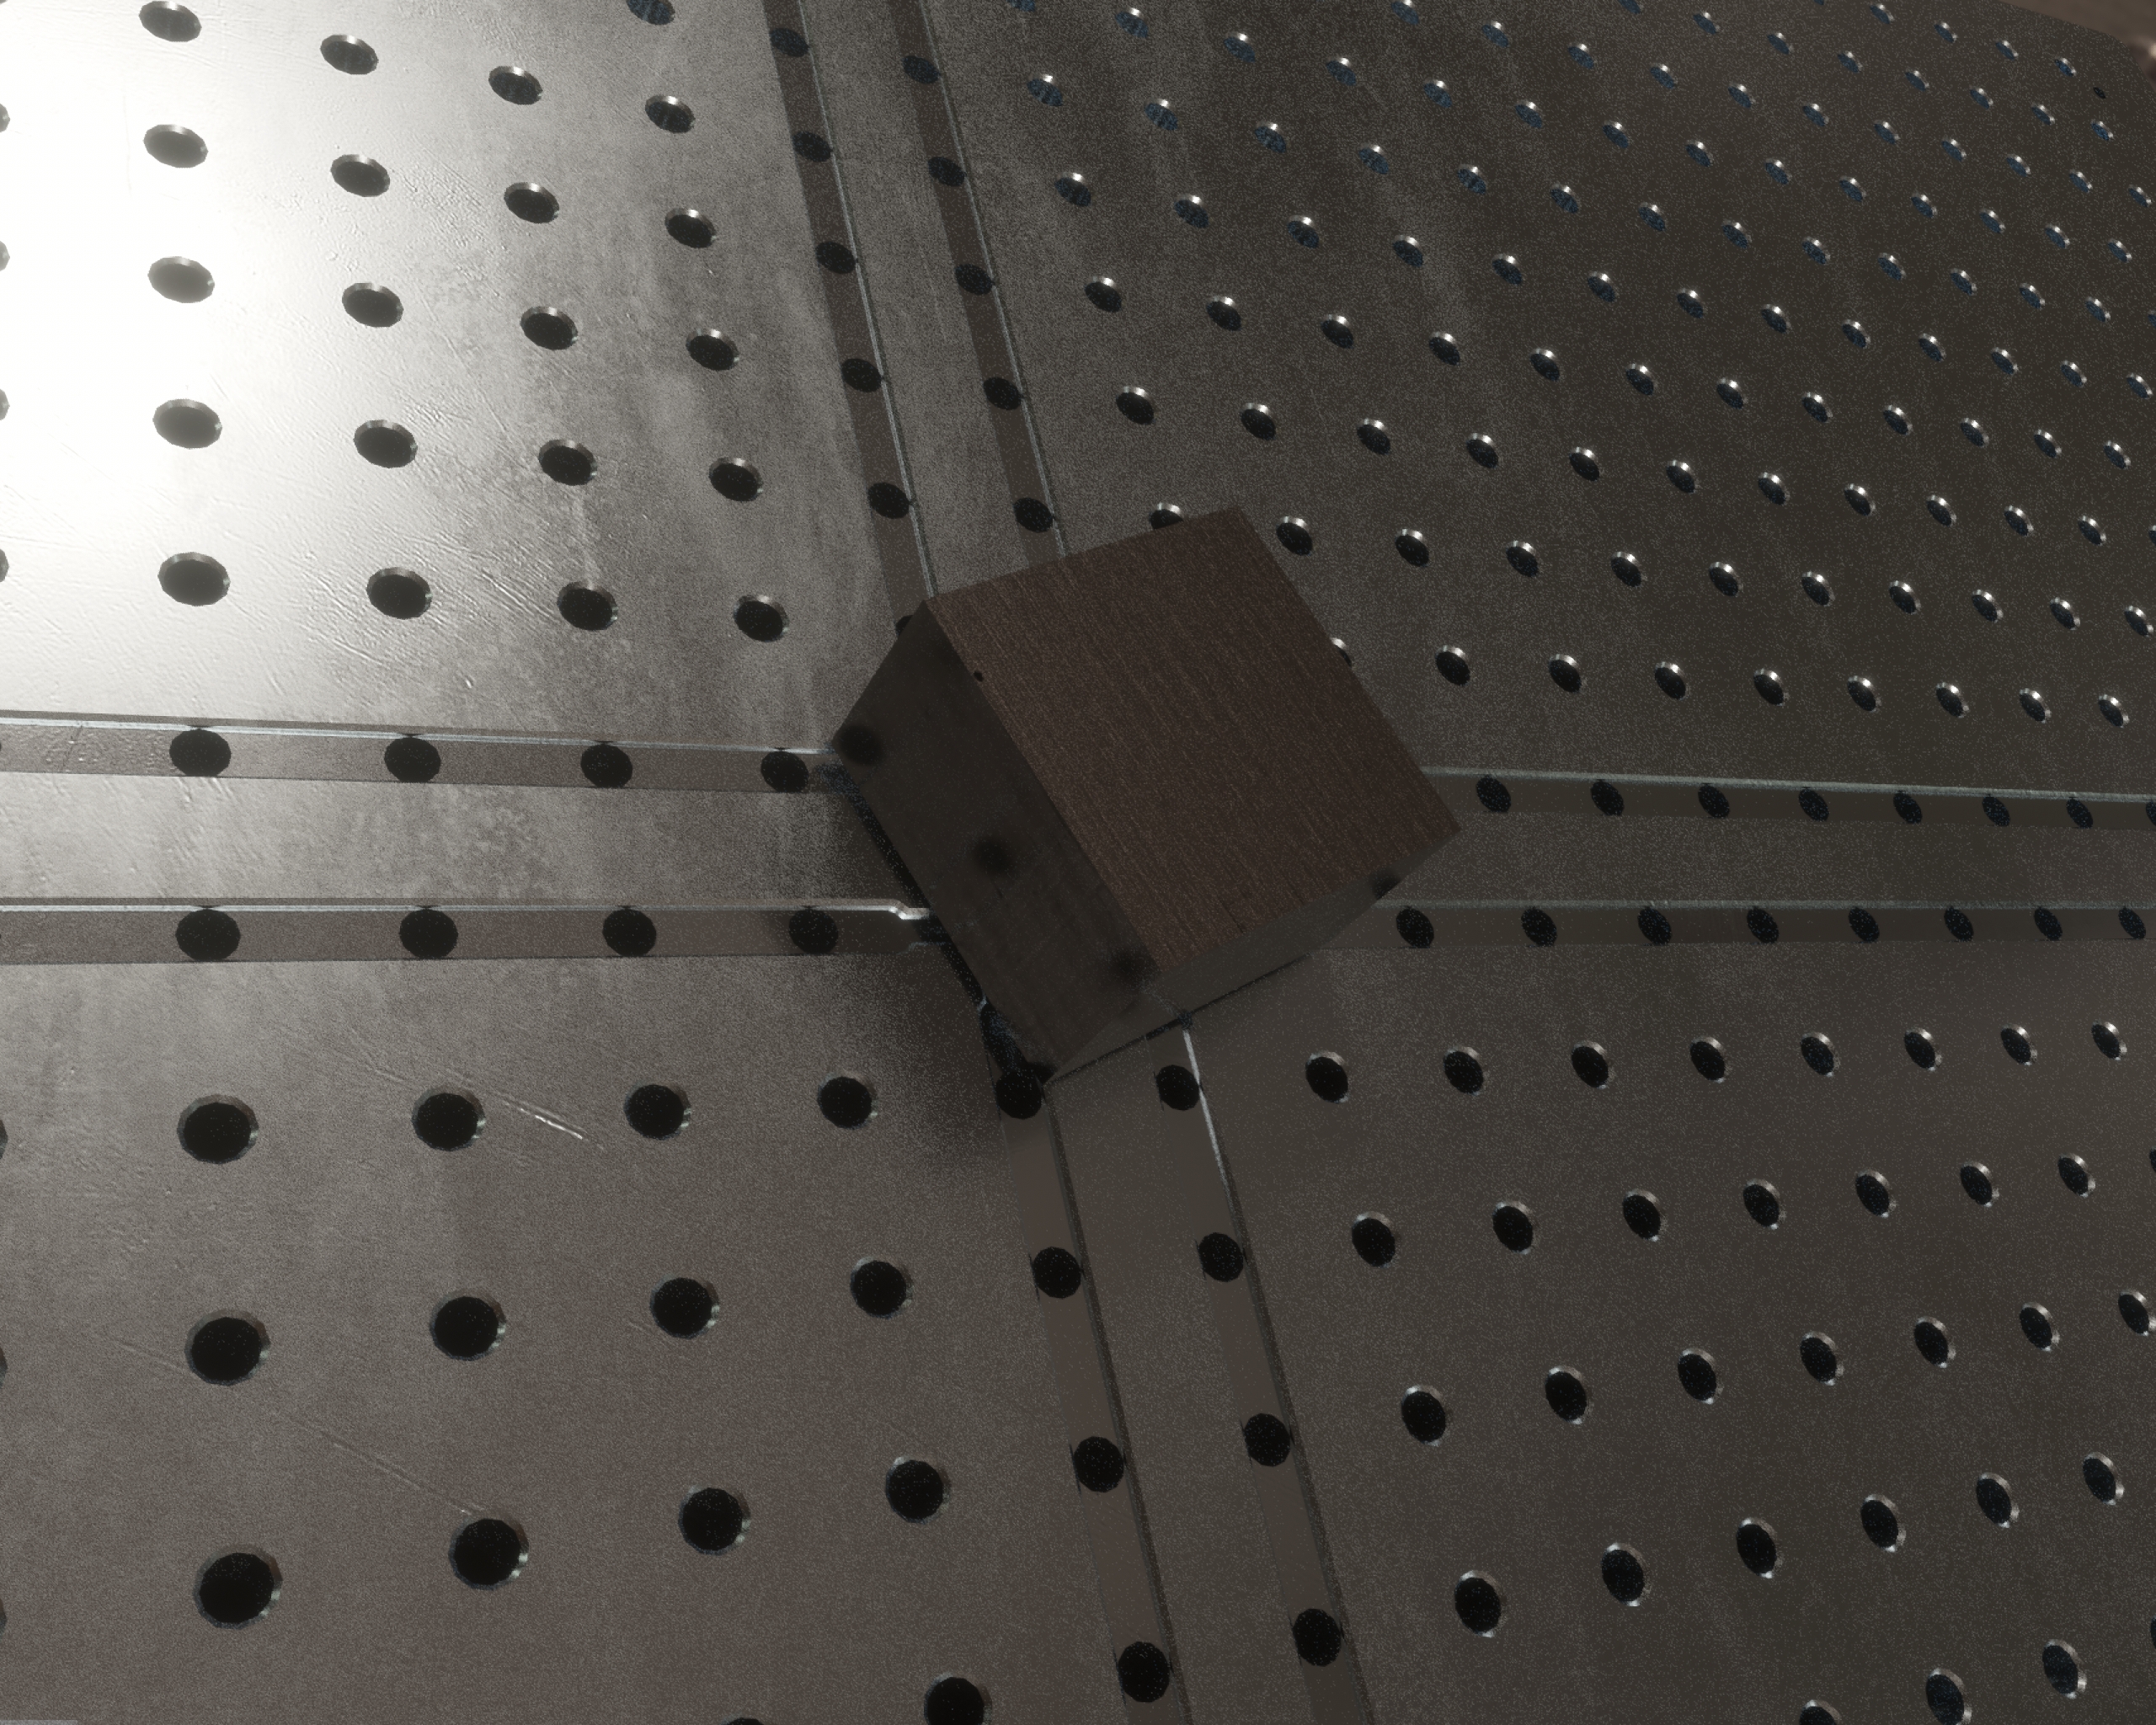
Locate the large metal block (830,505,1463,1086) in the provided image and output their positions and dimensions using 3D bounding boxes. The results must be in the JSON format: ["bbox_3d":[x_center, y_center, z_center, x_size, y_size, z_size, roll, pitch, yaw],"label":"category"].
[{"bbox_3d":[0.013,-0.015,0.406,0.081,0.050,0.080,-23,74,-37],"label":"large metal block"}]
